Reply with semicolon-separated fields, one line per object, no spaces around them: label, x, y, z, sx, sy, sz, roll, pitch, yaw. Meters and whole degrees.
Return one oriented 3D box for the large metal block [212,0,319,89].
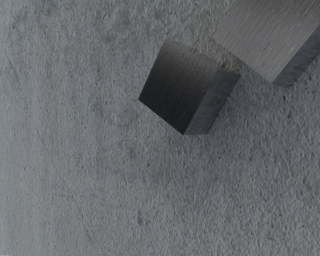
large metal block;0.112;-0.095;0.296;0.080;0.050;0.080;49;119;29

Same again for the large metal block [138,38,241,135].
large metal block;0.032;-0.047;0.362;0.080;0.050;0.079;40;114;33
